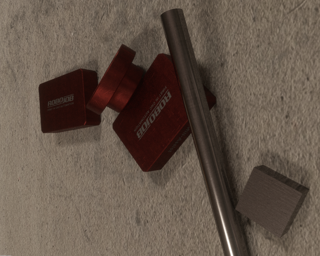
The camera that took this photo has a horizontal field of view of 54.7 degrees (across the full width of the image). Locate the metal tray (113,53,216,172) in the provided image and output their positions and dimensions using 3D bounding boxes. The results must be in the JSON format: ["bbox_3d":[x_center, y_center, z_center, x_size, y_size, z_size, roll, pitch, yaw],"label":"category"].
[{"bbox_3d":[0.000,-0.018,0.400,0.090,0.030,0.129,51,120,27],"label":"metal tray"}]

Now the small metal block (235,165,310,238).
[{"bbox_3d":[0.112,0.072,0.312,0.050,0.025,0.050,30,108,35],"label":"small metal block"}]

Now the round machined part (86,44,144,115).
[{"bbox_3d":[-0.057,-0.059,0.416,0.097,0.042,0.098,-54,15,23],"label":"round machined part"}]

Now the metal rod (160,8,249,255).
[{"bbox_3d":[0.051,0.021,0.331,0.025,0.025,0.298,-15,90,39],"label":"metal rod"}]

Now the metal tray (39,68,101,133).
[{"bbox_3d":[-0.157,-0.042,0.528,0.130,0.030,0.089,-9,85,39],"label":"metal tray"}]
